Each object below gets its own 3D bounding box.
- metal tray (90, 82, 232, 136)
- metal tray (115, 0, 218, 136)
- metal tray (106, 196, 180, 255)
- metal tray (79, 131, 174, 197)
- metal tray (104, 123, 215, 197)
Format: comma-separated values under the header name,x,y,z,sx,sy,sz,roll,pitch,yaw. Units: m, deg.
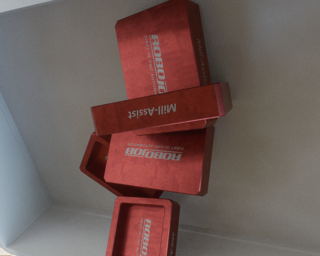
name,x,y,z,sx,sy,sz,roll,pitch,yaw
metal tray,0.006,-0.021,0.329,0.130,0.090,0.030,-9,95,18
metal tray,0.005,-0.061,0.333,0.090,0.030,0.129,-8,94,33
metal tray,-0.026,0.162,0.420,0.090,0.130,0.030,-3,157,26
metal tray,-0.053,0.064,0.471,0.130,0.030,0.089,33,129,6
metal tray,-0.002,0.032,0.391,0.130,0.030,0.090,3,77,26
